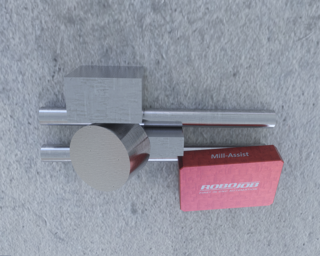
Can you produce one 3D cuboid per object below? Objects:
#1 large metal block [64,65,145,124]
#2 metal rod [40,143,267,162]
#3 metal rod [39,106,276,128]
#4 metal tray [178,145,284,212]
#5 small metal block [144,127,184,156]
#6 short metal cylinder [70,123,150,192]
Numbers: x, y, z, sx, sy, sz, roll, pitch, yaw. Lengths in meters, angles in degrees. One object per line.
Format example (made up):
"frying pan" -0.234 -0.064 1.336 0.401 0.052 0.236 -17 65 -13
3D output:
"large metal block" -0.060 -0.042 0.366 0.081 0.080 0.050 1 110 -1
"metal rod" -0.007 0.034 0.424 0.302 0.025 0.025 0 110 -1
"metal rod" -0.002 -0.014 0.406 0.302 0.025 0.025 1 110 -1
"metal tray" 0.091 0.070 0.420 0.131 0.030 0.089 -4 128 -1
"small metal block" 0.004 0.014 0.402 0.050 0.050 0.025 1 110 -1
"short metal cylinder" -0.059 0.028 0.369 0.080 0.050 0.079 8 110 22
